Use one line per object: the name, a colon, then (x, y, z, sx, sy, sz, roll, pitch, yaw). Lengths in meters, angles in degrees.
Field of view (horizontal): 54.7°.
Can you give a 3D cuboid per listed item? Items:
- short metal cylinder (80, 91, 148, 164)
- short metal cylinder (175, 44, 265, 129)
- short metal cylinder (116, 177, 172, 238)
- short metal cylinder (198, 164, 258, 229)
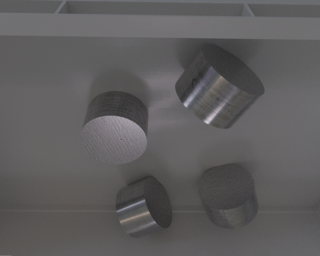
short metal cylinder: (-0.056, 0.000, 0.392, 0.081, 0.050, 0.079, 0, 130, 0)
short metal cylinder: (0.064, -0.045, 0.335, 0.080, 0.080, 0.050, 24, 126, -19)
short metal cylinder: (-0.023, 0.122, 0.476, 0.050, 0.080, 0.080, -26, 126, 20)
short metal cylinder: (0.102, 0.101, 0.460, 0.080, 0.080, 0.050, -14, 129, 11)
